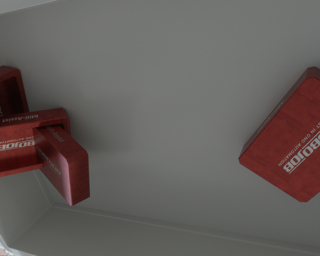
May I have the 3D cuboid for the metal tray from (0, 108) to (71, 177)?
[{"bbox_3d":[-0.204,0.023,0.469,0.030,0.131,0.089,52,144,46],"label":"metal tray"}]

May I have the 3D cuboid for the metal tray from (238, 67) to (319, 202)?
[{"bbox_3d":[0.157,0.012,0.330,0.090,0.030,0.129,33,129,6],"label":"metal tray"}]

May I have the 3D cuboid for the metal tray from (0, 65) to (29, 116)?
[{"bbox_3d":[-0.254,-0.022,0.486,0.030,0.090,0.129,16,125,20],"label":"metal tray"}]

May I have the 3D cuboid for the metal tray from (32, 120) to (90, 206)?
[{"bbox_3d":[-0.155,0.044,0.468,0.130,0.030,0.089,34,132,35],"label":"metal tray"}]
